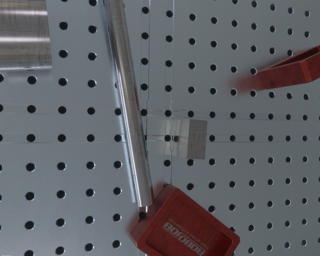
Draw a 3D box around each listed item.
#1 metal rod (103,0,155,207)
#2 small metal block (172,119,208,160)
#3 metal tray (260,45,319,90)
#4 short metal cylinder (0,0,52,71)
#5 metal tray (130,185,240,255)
[{"bbox_3d":[-0.042,-0.048,0.397,0.025,0.025,0.298,-10,94,-20],"label":"metal rod"},{"bbox_3d":[0.039,0.014,0.414,0.025,0.050,0.050,5,89,-20],"label":"small metal block"},{"bbox_3d":[0.230,-0.099,0.462,0.131,0.090,0.030,-25,99,-18],"label":"metal tray"},{"bbox_3d":[-0.146,-0.101,0.330,0.050,0.080,0.079,-6,92,-20],"label":"short metal cylinder"},{"bbox_3d":[0.037,0.151,0.424,0.130,0.030,0.090,41,77,-16],"label":"metal tray"}]
